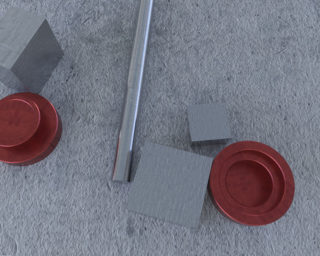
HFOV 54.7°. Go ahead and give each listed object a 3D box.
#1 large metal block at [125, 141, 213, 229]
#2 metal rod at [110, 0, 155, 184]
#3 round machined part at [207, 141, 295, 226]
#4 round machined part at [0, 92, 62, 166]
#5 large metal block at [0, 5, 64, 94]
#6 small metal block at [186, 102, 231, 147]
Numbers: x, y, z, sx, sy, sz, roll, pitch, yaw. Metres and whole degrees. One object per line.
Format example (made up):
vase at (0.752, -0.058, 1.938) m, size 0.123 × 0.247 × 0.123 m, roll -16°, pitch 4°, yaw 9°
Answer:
large metal block at (0.012, 0.069, 0.369) m, size 0.080 × 0.050 × 0.080 m, roll 14°, pitch 71°, yaw 5°
metal rod at (-0.034, -0.073, 0.434) m, size 0.025 × 0.025 × 0.299 m, roll 6°, pitch 70°, yaw 2°
round machined part at (0.105, 0.068, 0.374) m, size 0.099 × 0.042 × 0.098 m, roll 1°, pitch 70°, yaw -2°
round machined part at (-0.182, -0.003, 0.399) m, size 0.099 × 0.042 × 0.098 m, roll 0°, pitch 70°, yaw 0°
large metal block at (-0.181, -0.098, 0.413) m, size 0.050 × 0.080 × 0.080 m, roll 22°, pitch 72°, yaw 8°
small metal block at (0.063, -0.004, 0.410) m, size 0.050 × 0.025 × 0.050 m, roll -5°, pitch 70°, yaw -2°
